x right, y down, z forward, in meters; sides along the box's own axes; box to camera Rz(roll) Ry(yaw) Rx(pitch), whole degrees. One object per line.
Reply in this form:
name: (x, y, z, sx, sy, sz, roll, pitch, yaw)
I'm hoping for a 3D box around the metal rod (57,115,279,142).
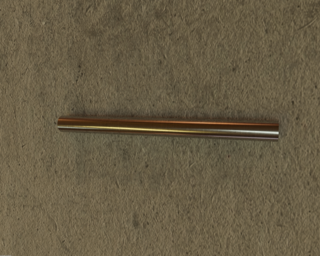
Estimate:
metal rod: (-0.003, -0.001, 0.412, 0.301, 0.025, 0.025, 2, 91, 20)
